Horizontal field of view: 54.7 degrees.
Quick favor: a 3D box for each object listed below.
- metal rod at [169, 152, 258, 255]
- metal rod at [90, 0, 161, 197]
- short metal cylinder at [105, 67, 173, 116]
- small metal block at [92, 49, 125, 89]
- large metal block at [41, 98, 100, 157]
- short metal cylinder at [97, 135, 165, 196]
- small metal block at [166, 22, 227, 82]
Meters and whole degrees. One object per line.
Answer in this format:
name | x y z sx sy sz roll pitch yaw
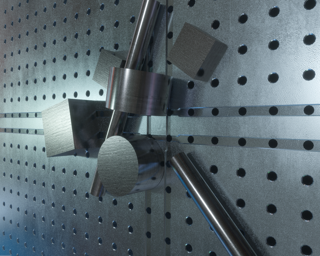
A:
metal rod | 0.098 0.150 0.328 0.025 0.025 0.299 -49 61 29
metal rod | -0.055 -0.035 0.454 0.025 0.025 0.298 29 108 36
short metal cylinder | -0.027 -0.047 0.396 0.080 0.081 0.050 15 100 39
small metal block | -0.071 -0.086 0.468 0.050 0.025 0.050 34 111 35
large metal block | -0.149 0.002 0.517 0.080 0.050 0.080 -16 80 39
short metal cylinder | -0.041 0.050 0.427 0.080 0.050 0.080 0 90 40
small metal block | 0.043 -0.092 0.374 0.050 0.025 0.050 43 116 31
